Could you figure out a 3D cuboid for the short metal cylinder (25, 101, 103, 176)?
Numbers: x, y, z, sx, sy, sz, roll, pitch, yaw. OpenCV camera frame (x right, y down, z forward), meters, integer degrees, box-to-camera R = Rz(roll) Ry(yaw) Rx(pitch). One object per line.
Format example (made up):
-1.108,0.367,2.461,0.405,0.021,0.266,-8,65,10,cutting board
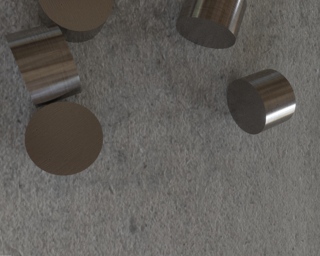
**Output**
-0.110,0.011,0.356,0.081,0.050,0.079,0,90,-21,short metal cylinder

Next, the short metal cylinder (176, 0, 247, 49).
0.067,-0.145,0.405,0.080,0.080,0.050,21,83,-19,short metal cylinder

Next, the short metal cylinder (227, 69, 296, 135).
0.139,-0.037,0.433,0.050,0.080,0.080,-21,98,-19,short metal cylinder

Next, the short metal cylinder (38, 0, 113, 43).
-0.099,-0.145,0.359,0.081,0.050,0.079,0,90,-21,short metal cylinder

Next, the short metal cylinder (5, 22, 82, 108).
-0.124,-0.067,0.334,0.050,0.080,0.080,-23,98,-19,short metal cylinder
